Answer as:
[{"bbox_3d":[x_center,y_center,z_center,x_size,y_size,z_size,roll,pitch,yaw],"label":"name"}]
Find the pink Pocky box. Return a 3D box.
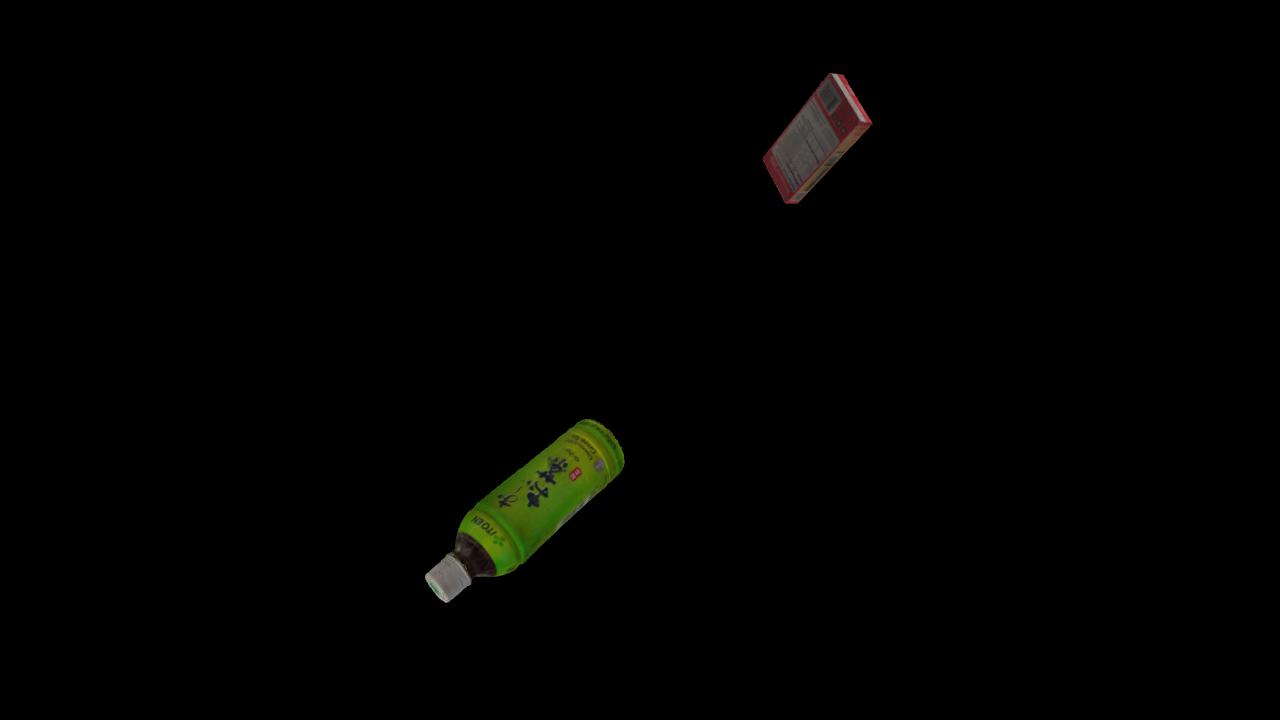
[{"bbox_3d":[0.230,-0.289,0.818,0.029,0.084,0.155,-9,-22,-30],"label":"pink Pocky box"}]

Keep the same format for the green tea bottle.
[{"bbox_3d":[-0.103,0.139,0.574,0.073,0.073,0.212,0,30,43],"label":"green tea bottle"}]
